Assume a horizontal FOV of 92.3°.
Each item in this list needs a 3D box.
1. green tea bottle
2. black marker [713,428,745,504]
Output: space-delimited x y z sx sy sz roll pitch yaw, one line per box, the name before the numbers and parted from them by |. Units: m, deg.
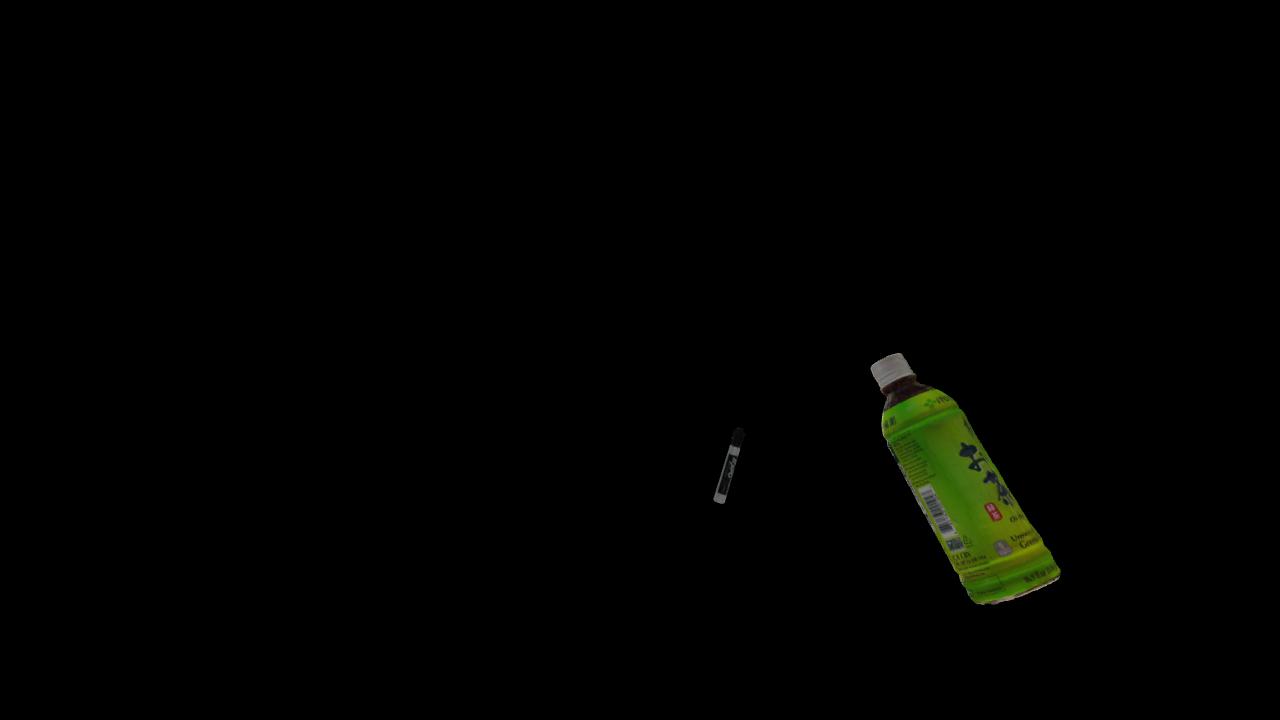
green tea bottle | 0.259 0.091 0.520 0.073 0.212 0.073 -20 -21 -8
black marker | 0.138 0.162 0.947 0.020 0.121 0.020 15 8 -2
